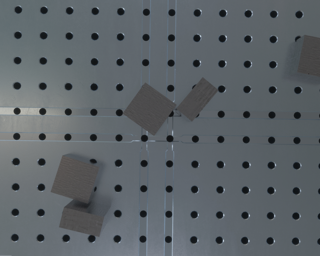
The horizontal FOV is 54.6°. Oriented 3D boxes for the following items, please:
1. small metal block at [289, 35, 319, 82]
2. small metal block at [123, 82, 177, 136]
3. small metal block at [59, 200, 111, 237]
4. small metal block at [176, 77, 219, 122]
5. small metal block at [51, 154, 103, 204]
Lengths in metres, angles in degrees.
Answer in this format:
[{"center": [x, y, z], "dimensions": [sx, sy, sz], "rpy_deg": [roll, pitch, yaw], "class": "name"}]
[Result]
[{"center": [0.207, -0.092, 0.415], "dimensions": [0.050, 0.025, 0.050], "rpy_deg": [11, 90, 0], "class": "small metal block"}, {"center": [-0.013, -0.024, 0.413], "dimensions": [0.050, 0.025, 0.050], "rpy_deg": [36, 90, 0], "class": "small metal block"}, {"center": [-0.095, 0.114, 0.400], "dimensions": [0.050, 0.050, 0.025], "rpy_deg": [14, 90, 0], "class": "small metal block"}, {"center": [0.046, -0.035, 0.401], "dimensions": [0.025, 0.050, 0.050], "rpy_deg": [40, 90, 0], "class": "small metal block"}, {"center": [-0.110, 0.067, 0.413], "dimensions": [0.050, 0.025, 0.050], "rpy_deg": [18, 90, 0], "class": "small metal block"}]
